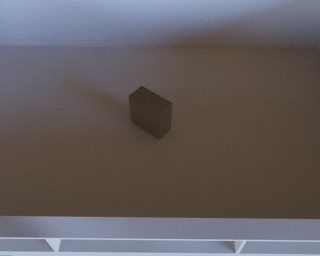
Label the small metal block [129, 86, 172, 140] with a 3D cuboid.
[{"bbox_3d":[-0.012,-0.020,0.405,0.050,0.050,0.025,32,57,23],"label":"small metal block"}]
